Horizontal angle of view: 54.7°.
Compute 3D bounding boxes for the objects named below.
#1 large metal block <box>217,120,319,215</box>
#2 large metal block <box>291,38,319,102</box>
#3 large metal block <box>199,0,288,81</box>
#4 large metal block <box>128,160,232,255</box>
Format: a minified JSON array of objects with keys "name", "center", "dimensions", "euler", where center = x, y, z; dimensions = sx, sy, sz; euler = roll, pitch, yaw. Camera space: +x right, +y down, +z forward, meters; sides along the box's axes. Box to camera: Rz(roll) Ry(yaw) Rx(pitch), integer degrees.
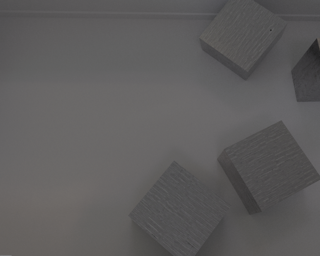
[{"name":"large metal block","center":[0.129,0.049,0.379],"dimensions":[0.080,0.050,0.080],"euler":[-25,72,-9]},{"name":"large metal block","center":[0.233,-0.074,0.409],"dimensions":[0.081,0.080,0.050],"euler":[-1,70,-1]},{"name":"large metal block","center":[0.113,-0.126,0.431],"dimensions":[0.080,0.050,0.080],"euler":[39,94,13]},{"name":"large metal block","center":[0.022,0.098,0.360],"dimensions":[0.080,0.050,0.080],"euler":[38,74,12]}]
